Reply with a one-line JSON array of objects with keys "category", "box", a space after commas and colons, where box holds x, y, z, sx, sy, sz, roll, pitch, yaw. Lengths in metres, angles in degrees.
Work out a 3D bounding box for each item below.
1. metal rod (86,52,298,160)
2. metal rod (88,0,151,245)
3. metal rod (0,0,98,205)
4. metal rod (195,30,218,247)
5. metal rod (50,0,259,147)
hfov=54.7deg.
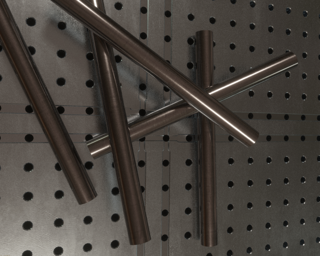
[{"category": "metal rod", "box": [0.049, -0.034, 0.408, 0.302, 0.025, 0.025, -25, 99, -10]}, {"category": "metal rod", "box": [-0.053, -0.017, 0.366, 0.025, 0.025, 0.298, -10, 83, -20]}, {"category": "metal rod", "box": [-0.146, -0.049, 0.358, 0.025, 0.025, 0.299, -26, 99, -18]}, {"category": "metal rod", "box": [0.066, 0.015, 0.438, 0.025, 0.025, 0.298, -2, 91, -20]}, {"category": "metal rod", "box": [-0.002, -0.071, 0.368, 0.301, 0.025, 0.025, 35, 78, -12]}]
